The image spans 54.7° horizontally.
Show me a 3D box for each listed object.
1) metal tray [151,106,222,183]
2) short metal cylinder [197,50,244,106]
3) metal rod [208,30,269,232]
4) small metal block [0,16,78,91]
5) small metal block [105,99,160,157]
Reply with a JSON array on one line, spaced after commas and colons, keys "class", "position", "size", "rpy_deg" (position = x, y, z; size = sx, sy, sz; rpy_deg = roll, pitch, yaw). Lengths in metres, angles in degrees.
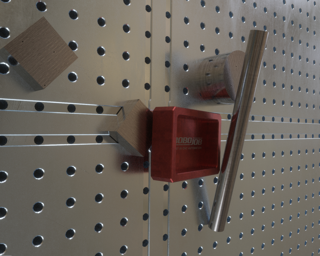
[{"class": "metal tray", "position": [0.040, 0.021, 0.419], "size": [0.131, 0.030, 0.089], "rpy_deg": [4, 88, -54]}, {"class": "short metal cylinder", "position": [0.104, -0.075, 0.479], "size": [0.081, 0.050, 0.080], "rpy_deg": [0, 90, -40]}, {"class": "metal rod", "position": [0.112, 0.012, 0.453], "size": [0.025, 0.025, 0.298], "rpy_deg": [-1, 106, -40]}, {"class": "small metal block", "position": [-0.120, -0.073, 0.308], "size": [0.050, 0.025, 0.050], "rpy_deg": [52, 60, -27]}, {"class": "small metal block", "position": [-0.030, 0.000, 0.384], "size": [0.050, 0.025, 0.050], "rpy_deg": [47, 62, -30]}]
